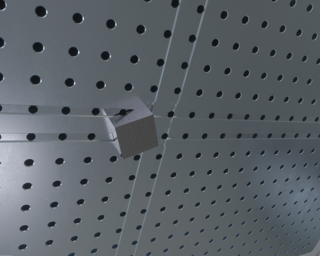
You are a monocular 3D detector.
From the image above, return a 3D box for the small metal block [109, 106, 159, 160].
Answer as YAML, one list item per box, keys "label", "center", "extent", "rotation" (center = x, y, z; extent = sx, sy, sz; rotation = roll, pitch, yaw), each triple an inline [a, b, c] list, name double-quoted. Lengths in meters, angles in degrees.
- label: "small metal block"
  center: [-0.033, 0.006, 0.396]
  extent: [0.050, 0.025, 0.050]
  rotation: [-20, 126, -16]
